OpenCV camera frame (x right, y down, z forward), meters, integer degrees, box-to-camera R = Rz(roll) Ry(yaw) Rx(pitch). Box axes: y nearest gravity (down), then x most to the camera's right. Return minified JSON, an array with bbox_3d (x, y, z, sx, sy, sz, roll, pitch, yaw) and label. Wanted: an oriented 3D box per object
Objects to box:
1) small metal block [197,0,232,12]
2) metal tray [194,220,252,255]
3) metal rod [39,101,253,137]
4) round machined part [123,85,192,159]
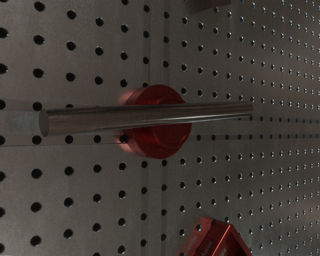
[{"bbox_3d":[0.081,-0.211,0.479,0.050,0.025,0.050,-25,106,-37],"label":"small metal block"},{"bbox_3d":[0.087,0.224,0.482,0.130,0.030,0.090,-49,119,-29],"label":"metal tray"},{"bbox_3d":[0.014,-0.016,0.367,0.302,0.025,0.025,-6,94,-40],"label":"metal rod"},{"bbox_3d":[0.003,-0.008,0.403,0.099,0.042,0.097,0,90,-40],"label":"round machined part"}]
